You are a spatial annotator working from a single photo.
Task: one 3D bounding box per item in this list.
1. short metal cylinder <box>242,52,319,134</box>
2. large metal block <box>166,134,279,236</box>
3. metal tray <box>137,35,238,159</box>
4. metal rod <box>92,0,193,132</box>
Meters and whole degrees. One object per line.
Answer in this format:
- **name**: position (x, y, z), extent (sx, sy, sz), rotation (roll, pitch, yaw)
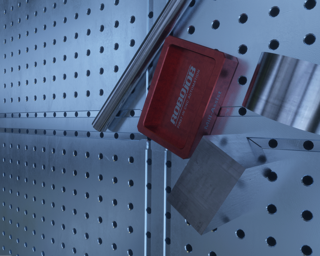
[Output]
- **short metal cylinder**: position (0.120, -0.031, 0.274), extent (0.080, 0.081, 0.050), rotation (28, 108, 36)
- **large metal block**: position (0.065, 0.054, 0.320), extent (0.050, 0.081, 0.080), rotation (41, 115, 32)
- **metal tray**: position (0.029, -0.038, 0.382), extent (0.090, 0.030, 0.129), rotation (30, 109, 36)
- **metal rod**: position (-0.015, -0.108, 0.421), extent (0.298, 0.025, 0.025), rotation (-52, 60, 27)
